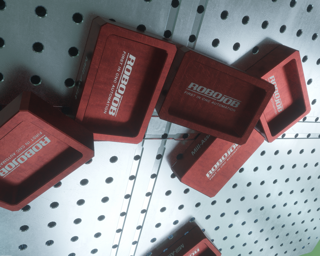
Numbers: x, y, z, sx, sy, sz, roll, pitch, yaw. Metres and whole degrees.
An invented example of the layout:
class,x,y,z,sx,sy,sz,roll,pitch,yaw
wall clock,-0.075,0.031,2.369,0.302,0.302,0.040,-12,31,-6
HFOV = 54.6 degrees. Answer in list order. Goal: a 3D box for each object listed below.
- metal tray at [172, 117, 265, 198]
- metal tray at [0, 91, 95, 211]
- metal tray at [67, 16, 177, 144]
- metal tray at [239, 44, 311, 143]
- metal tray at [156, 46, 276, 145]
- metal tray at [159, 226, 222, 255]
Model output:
class,x,y,z,sx,sy,sz,roll,pitch,yaw
metal tray,0.092,0.040,0.482,0.090,0.030,0.130,34,99,-39
metal tray,-0.145,0.031,0.323,0.130,0.030,0.090,-35,131,16
metal tray,-0.045,-0.047,0.352,0.091,0.030,0.129,8,114,-32
metal tray,0.177,-0.048,0.473,0.090,0.030,0.130,-38,129,-3
metal tray,0.069,-0.038,0.397,0.131,0.030,0.089,18,109,-18
metal tray,0.045,0.254,0.588,0.130,0.030,0.090,-38,129,-3
